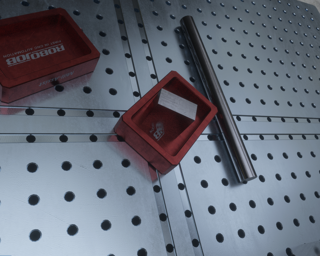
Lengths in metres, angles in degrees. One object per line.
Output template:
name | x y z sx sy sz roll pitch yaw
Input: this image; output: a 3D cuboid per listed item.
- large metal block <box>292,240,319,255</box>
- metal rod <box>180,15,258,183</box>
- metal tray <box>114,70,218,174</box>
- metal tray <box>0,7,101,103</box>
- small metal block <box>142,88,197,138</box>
large metal block | 0.200 0.198 0.382 0.081 0.050 0.080 -25 76 -37
metal rod | 0.086 -0.060 0.492 0.025 0.025 0.299 -2 63 -30
metal tray | 0.013 -0.013 0.421 0.090 0.030 0.131 42 51 0
metal tray | -0.152 -0.095 0.381 0.131 0.030 0.090 -32 80 -38
small metal block | 0.012 -0.017 0.394 0.050 0.050 0.025 24 53 -14
